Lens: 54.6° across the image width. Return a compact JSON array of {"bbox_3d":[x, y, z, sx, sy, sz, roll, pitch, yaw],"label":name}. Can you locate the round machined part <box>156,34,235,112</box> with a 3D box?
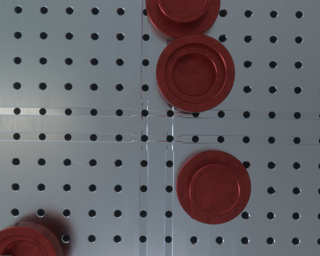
[{"bbox_3d":[0.044,-0.069,0.405,0.099,0.042,0.097,0,90,0],"label":"round machined part"}]

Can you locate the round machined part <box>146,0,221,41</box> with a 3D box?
[{"bbox_3d":[0.030,-0.165,0.405,0.099,0.042,0.097,0,90,0],"label":"round machined part"}]

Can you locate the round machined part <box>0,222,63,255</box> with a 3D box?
[{"bbox_3d":[-0.175,0.171,0.404,0.099,0.042,0.097,0,90,0],"label":"round machined part"}]

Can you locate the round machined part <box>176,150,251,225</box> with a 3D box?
[{"bbox_3d":[0.070,0.078,0.405,0.099,0.042,0.097,0,90,0],"label":"round machined part"}]
